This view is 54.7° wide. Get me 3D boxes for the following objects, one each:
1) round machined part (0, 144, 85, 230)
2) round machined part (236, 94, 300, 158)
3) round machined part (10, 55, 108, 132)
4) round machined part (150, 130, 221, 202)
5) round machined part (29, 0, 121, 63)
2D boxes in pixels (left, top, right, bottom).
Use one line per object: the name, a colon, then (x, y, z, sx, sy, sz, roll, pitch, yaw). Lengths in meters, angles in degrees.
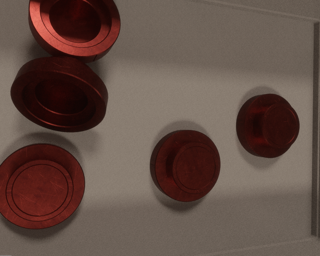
round machined part: (-0.135, 0.067, 0.352, 0.099, 0.042, 0.097, 0, 90, -21)
round machined part: (0.169, -0.003, 0.466, 0.099, 0.042, 0.097, 0, 90, -21)
round machined part: (-0.107, -0.041, 0.343, 0.099, 0.097, 0.042, 18, 49, -20)
round machined part: (0.039, 0.051, 0.417, 0.099, 0.042, 0.097, 0, 90, -21)
round machined part: (-0.099, -0.120, 0.359, 0.099, 0.042, 0.098, 5, 77, -23)
